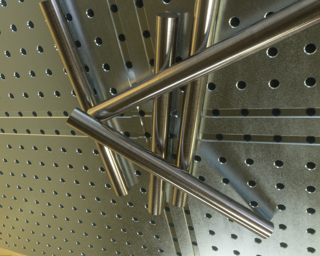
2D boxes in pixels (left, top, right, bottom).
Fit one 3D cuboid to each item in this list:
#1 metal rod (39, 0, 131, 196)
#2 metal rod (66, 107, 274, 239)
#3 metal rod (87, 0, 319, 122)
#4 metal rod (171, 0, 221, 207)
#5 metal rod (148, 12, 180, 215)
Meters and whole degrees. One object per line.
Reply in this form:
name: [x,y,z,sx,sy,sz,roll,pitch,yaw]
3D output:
metal rod: [-0.099,-0.027,0.444,0.025,0.025,0.298,-3,117,29]
metal rod: [0.018,0.062,0.402,0.301,0.025,0.025,31,129,-7]
metal rod: [0.028,-0.059,0.325,0.300,0.025,0.025,-21,108,35]
metal rod: [0.039,-0.015,0.380,0.025,0.025,0.298,17,125,18]
metal rod: [0.001,0.004,0.411,0.025,0.025,0.298,16,125,19]
